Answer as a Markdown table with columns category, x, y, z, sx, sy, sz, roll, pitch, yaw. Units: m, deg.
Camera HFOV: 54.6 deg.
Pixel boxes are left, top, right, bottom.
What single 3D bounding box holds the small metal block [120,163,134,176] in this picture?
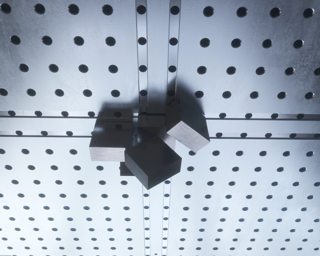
| category | x | y | z | sx | sy | sz | roll | pitch | yaw |
| --- | --- | --- | --- | --- | --- | --- | --- | --- | --- |
| small metal block | -0.027 | 0.048 | 0.432 | 0.050 | 0.050 | 0.025 | 1 | 99 | -1 |

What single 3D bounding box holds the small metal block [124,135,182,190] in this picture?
| category | x | y | z | sx | sy | sz | roll | pitch | yaw |
| --- | --- | --- | --- | --- | --- | --- | --- | --- | --- |
| small metal block | -0.009 | 0.042 | 0.384 | 0.050 | 0.050 | 0.025 | -25 | 138 | -29 |

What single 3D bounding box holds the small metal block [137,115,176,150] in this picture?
| category | x | y | z | sx | sy | sz | roll | pitch | yaw |
| --- | --- | --- | --- | --- | --- | --- | --- | --- | --- |
| small metal block | -0.004 | 0.009 | 0.419 | 0.050 | 0.025 | 0.050 | 0 | 130 | -2 |

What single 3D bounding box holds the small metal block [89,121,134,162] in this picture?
| category | x | y | z | sx | sy | sz | roll | pitch | yaw |
| --- | --- | --- | --- | --- | --- | --- | --- | --- | --- |
| small metal block | -0.062 | 0.017 | 0.409 | 0.050 | 0.050 | 0.025 | 2 | 131 | -1 |

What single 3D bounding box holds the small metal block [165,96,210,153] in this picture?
| category | x | y | z | sx | sy | sz | roll | pitch | yaw |
| --- | --- | --- | --- | --- | --- | --- | --- | --- | --- |
| small metal block | 0.034 | -0.005 | 0.391 | 0.050 | 0.050 | 0.025 | 35 | 121 | -26 |
